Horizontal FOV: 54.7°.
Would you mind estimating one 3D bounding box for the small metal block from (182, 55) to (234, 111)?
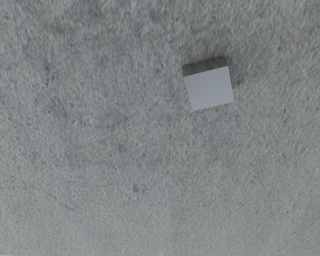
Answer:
[{"bbox_3d":[0.057,-0.052,0.364,0.050,0.025,0.050,-13,129,10],"label":"small metal block"}]
